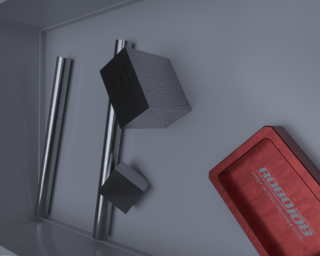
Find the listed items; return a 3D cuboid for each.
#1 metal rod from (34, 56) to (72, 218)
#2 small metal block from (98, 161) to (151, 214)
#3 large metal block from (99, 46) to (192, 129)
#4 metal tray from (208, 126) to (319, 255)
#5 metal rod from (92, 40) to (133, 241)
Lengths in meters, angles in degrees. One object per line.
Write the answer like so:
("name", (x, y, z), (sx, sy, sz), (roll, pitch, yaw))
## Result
("metal rod", (-0.196, 0.021, 0.565), (0.025, 0.025, 0.298), (19, 102, 38))
("small metal block", (-0.050, 0.083, 0.433), (0.050, 0.025, 0.050), (38, 116, 3))
("large metal block", (-0.017, -0.046, 0.383), (0.050, 0.081, 0.080), (-34, 69, 34))
("metal tray", (0.119, 0.073, 0.304), (0.090, 0.030, 0.130), (-47, 63, 29))
("metal rod", (-0.072, 0.022, 0.463), (0.025, 0.025, 0.298), (13, 98, 39))
